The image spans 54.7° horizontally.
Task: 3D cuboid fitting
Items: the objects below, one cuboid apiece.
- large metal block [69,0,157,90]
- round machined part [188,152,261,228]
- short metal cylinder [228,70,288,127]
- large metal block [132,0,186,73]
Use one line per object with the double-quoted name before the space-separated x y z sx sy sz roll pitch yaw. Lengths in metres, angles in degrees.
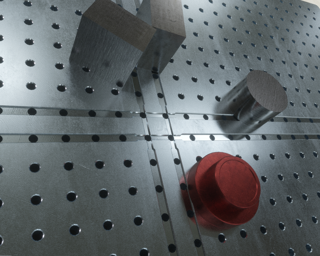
"large metal block" -0.063 -0.109 0.405 0.080 0.080 0.050 30 52 -9
"round machined part" 0.089 0.075 0.399 0.099 0.042 0.098 13 56 -21
"short metal cylinder" 0.159 -0.048 0.506 0.081 0.050 0.080 13 56 -21
"large metal block" -0.007 -0.141 0.455 0.050 0.080 0.080 10 57 -23
